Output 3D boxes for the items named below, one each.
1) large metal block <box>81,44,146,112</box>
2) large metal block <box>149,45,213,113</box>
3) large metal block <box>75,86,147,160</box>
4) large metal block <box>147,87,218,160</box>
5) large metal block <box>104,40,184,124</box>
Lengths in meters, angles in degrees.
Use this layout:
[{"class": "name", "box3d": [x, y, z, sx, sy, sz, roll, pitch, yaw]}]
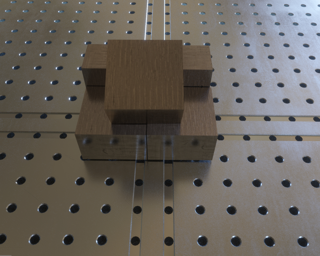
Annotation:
[{"class": "large metal block", "box3d": [-0.056, -0.067, 0.426, 0.081, 0.080, 0.050, 1, 50, 0]}, {"class": "large metal block", "box3d": [0.025, -0.066, 0.426, 0.081, 0.080, 0.050, 1, 50, 0]}, {"class": "large metal block", "box3d": [-0.056, -0.007, 0.394, 0.081, 0.050, 0.080, 1, 50, 0]}, {"class": "large metal block", "box3d": [0.026, -0.006, 0.394, 0.081, 0.050, 0.080, 1, 50, 0]}, {"class": "large metal block", "box3d": [-0.016, -0.050, 0.347, 0.081, 0.050, 0.080, 0, 74, -1]}]
